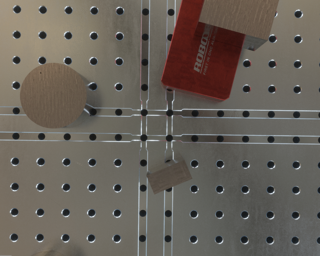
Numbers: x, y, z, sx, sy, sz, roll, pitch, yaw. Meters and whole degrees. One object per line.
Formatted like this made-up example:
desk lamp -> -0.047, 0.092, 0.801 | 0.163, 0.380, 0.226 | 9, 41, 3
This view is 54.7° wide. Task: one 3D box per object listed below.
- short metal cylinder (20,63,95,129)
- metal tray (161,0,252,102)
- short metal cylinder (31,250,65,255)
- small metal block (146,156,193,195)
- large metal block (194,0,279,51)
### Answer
short metal cylinder -> -0.129, -0.039, 0.400 | 0.081, 0.050, 0.079 | 0, 90, 0
metal tray -> 0.060, -0.108, 0.411 | 0.091, 0.030, 0.129 | 14, 90, 0
short metal cylinder -> -0.154, 0.208, 0.400 | 0.081, 0.050, 0.079 | 0, 90, 0
small metal block -> 0.012, 0.060, 0.401 | 0.050, 0.050, 0.025 | -23, 90, 0
large metal block -> 0.093, -0.147, 0.371 | 0.080, 0.050, 0.080 | 15, 90, 0
